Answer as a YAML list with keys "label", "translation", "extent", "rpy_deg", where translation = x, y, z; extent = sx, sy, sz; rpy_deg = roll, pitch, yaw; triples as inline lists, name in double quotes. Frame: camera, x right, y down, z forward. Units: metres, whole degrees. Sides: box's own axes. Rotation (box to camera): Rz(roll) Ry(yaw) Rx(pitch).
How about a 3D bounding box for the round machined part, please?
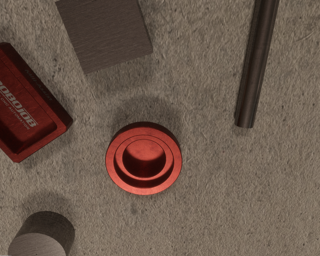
- label: "round machined part"
  translation: [-0.021, 0.037, 0.414]
  extent: [0.099, 0.042, 0.097]
  rpy_deg: [0, 110, -1]

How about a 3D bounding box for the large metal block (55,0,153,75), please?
- label: "large metal block"
  translation: [-0.058, -0.115, 0.353]
  extent: [0.080, 0.050, 0.080]
  rpy_deg: [-17, 110, 5]

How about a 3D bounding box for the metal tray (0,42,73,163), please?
- label: "metal tray"
  translation: [-0.188, -0.030, 0.393]
  extent: [0.090, 0.030, 0.130]
  rpy_deg: [-33, 107, 11]

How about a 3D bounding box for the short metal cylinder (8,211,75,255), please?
- label: "short metal cylinder"
  translation: [-0.172, 0.171, 0.457]
  extent: [0.081, 0.050, 0.079]
  rpy_deg: [0, 110, -1]

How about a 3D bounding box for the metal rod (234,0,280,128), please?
- label: "metal rod"
  translation: [0.124, -0.143, 0.358]
  extent: [0.025, 0.025, 0.298]
  rpy_deg: [5, 110, -2]
